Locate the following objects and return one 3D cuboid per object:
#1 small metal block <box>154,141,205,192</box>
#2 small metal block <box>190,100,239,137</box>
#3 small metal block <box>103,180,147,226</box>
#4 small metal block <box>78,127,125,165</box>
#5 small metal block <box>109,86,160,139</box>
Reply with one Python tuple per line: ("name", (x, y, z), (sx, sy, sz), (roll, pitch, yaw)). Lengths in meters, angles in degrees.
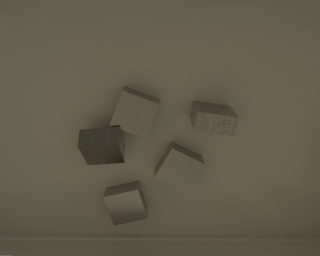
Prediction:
("small metal block", (0.026, 0.054, 0.432), (0.050, 0.025, 0.050), (27, 108, -10))
("small metal block", (0.067, -0.013, 0.394), (0.050, 0.050, 0.025), (8, 110, -4))
("small metal block", (-0.049, 0.109, 0.451), (0.050, 0.025, 0.050), (-13, 110, 4))
("small metal block", (-0.075, 0.025, 0.407), (0.050, 0.025, 0.050), (-4, 145, 1))
("small metal block", (-0.032, -0.020, 0.403), (0.050, 0.025, 0.050), (20, 109, -8))
